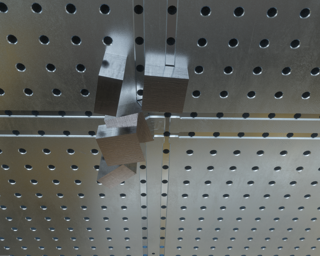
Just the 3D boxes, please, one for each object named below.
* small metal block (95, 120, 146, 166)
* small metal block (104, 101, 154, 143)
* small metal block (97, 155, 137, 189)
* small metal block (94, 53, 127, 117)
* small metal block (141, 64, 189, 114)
[{"bbox_3d":[-0.048,0.020,0.395,0.050,0.025,0.050,-8,130,7],"label":"small metal block"},{"bbox_3d":[-0.039,-0.004,0.408,0.050,0.025,0.050,-12,129,10],"label":"small metal block"},{"bbox_3d":[-0.059,0.050,0.437,0.050,0.050,0.025,-33,123,24],"label":"small metal block"},{"bbox_3d":[-0.056,-0.049,0.352,0.025,0.050,0.050,10,129,-9],"label":"small metal block"},{"bbox_3d":[0.005,-0.046,0.372,0.050,0.025,0.050,4,130,-4],"label":"small metal block"}]
